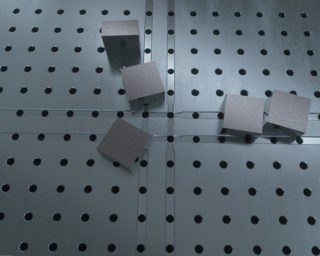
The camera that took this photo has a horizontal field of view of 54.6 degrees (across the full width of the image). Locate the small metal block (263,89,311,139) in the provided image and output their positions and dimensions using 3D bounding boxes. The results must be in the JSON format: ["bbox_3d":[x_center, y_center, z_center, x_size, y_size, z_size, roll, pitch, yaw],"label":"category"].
[{"bbox_3d":[0.171,-0.019,0.420,0.050,0.025,0.050,17,71,6],"label":"small metal block"}]

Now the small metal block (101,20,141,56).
[{"bbox_3d":[-0.054,-0.128,0.445,0.050,0.050,0.025,-2,70,-1],"label":"small metal block"}]

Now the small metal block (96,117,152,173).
[{"bbox_3d":[-0.046,0.022,0.404,0.050,0.025,0.050,29,73,10],"label":"small metal block"}]

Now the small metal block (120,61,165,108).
[{"bbox_3d":[-0.024,-0.061,0.434,0.050,0.025,0.050,-15,71,-6],"label":"small metal block"}]

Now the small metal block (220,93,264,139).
[{"bbox_3d":[0.110,-0.016,0.418,0.050,0.025,0.050,9,70,3],"label":"small metal block"}]
